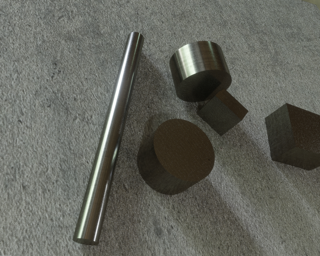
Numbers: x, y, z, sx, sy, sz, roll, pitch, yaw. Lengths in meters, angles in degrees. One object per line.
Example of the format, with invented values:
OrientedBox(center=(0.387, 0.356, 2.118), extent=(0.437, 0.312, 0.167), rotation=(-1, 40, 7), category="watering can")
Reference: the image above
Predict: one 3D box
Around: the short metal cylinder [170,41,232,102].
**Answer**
OrientedBox(center=(0.058, -0.080, 0.451), extent=(0.081, 0.080, 0.050), rotation=(3, 61, -27), category="short metal cylinder")

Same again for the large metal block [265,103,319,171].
OrientedBox(center=(0.224, 0.016, 0.502), extent=(0.081, 0.050, 0.080), rotation=(16, 55, -20), category="large metal block")

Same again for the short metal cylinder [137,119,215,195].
OrientedBox(center=(0.019, 0.035, 0.378), extent=(0.081, 0.050, 0.080), rotation=(14, 56, -21), category="short metal cylinder")

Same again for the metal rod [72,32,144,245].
OrientedBox(center=(-0.054, -0.013, 0.383), extent=(0.025, 0.025, 0.300), rotation=(20, 54, -17), category="metal rod")

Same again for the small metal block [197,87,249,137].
OrientedBox(center=(0.091, -0.023, 0.453), extent=(0.050, 0.050, 0.025), rotation=(44, 51, 1), category="small metal block")
